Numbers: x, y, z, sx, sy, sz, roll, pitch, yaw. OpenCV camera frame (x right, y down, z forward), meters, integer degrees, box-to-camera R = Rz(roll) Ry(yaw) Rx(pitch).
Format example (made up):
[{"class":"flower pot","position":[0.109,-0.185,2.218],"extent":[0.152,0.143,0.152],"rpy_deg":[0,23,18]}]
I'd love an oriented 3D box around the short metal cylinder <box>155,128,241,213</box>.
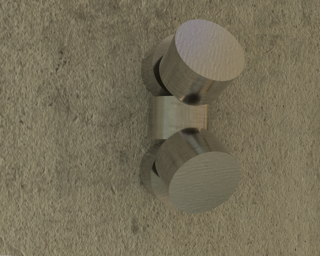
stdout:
[{"class":"short metal cylinder","position":[0.040,0.046,0.341],"extent":[0.081,0.050,0.079],"rpy_deg":[-8,120,-14]}]

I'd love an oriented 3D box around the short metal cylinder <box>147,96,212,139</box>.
[{"class":"short metal cylinder","position":[0.025,-0.011,0.391],"extent":[0.081,0.080,0.050],"rpy_deg":[2,90,-20]}]

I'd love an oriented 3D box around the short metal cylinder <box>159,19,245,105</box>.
[{"class":"short metal cylinder","position":[0.045,-0.072,0.344],"extent":[0.081,0.050,0.080],"rpy_deg":[9,62,-17]}]

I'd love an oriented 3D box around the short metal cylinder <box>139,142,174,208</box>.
[{"class":"short metal cylinder","position":[0.018,0.058,0.404],"extent":[0.081,0.050,0.080],"rpy_deg":[0,90,-20]}]

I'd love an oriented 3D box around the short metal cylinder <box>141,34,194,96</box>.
[{"class":"short metal cylinder","position":[0.021,-0.077,0.405],"extent":[0.081,0.050,0.080],"rpy_deg":[0,90,-20]}]
